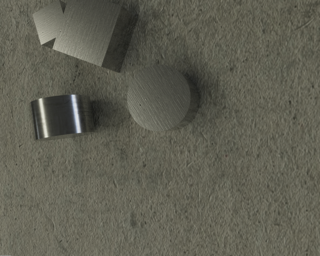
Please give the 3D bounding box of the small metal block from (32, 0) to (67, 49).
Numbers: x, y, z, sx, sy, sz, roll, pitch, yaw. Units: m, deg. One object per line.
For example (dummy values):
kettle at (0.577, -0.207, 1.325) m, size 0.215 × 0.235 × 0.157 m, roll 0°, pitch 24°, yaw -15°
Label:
small metal block at (-0.156, -0.154, 0.462) m, size 0.050 × 0.025 × 0.050 m, roll -20°, pitch 84°, yaw 18°

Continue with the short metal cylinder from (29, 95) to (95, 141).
short metal cylinder at (-0.133, -0.013, 0.425) m, size 0.080 × 0.080 × 0.050 m, roll -10°, pitch 87°, yaw 19°

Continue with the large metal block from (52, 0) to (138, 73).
large metal block at (-0.088, -0.130, 0.425) m, size 0.080 × 0.050 × 0.080 m, roll 22°, pitch 97°, yaw 18°

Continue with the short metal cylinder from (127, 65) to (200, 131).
short metal cylinder at (0.006, -0.036, 0.393) m, size 0.080 × 0.050 × 0.079 m, roll 0°, pitch 90°, yaw 19°
